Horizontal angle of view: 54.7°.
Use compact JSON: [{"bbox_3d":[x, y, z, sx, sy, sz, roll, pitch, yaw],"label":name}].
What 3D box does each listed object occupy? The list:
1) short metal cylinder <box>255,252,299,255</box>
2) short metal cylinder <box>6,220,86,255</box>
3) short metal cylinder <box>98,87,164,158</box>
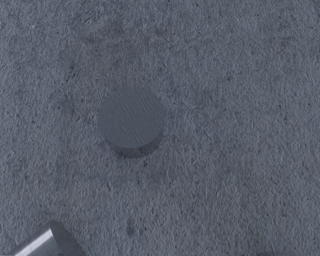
[{"bbox_3d":[0.131,0.176,0.331,0.081,0.050,0.080,0,70,0],"label":"short metal cylinder"},{"bbox_3d":[-0.112,0.145,0.325,0.050,0.080,0.080,-37,74,-12],"label":"short metal cylinder"},{"bbox_3d":[-0.035,-0.006,0.397,0.081,0.050,0.080,0,70,0],"label":"short metal cylinder"}]
